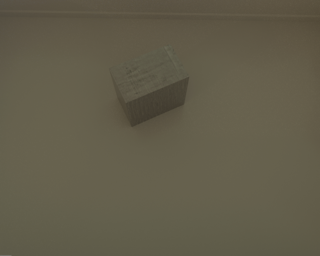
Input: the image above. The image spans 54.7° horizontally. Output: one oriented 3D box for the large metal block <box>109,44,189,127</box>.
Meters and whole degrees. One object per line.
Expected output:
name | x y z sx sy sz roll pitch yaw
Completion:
large metal block | -0.013 -0.052 0.399 0.080 0.080 0.050 -24 72 -9
